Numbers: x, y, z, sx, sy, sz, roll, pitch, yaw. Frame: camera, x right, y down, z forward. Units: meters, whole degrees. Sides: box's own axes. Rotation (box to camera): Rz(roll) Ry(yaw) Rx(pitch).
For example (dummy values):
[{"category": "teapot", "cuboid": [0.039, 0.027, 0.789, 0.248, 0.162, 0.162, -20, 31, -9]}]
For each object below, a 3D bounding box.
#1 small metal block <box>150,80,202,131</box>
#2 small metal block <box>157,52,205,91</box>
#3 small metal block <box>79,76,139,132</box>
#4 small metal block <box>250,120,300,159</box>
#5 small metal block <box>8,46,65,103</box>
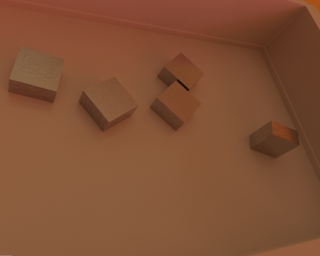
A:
[{"category": "small metal block", "cuboid": [0.023, -0.032, 0.439, 0.050, 0.025, 0.050, 43, 51, 1]}, {"category": "small metal block", "cuboid": [0.033, -0.081, 0.474, 0.050, 0.025, 0.050, 43, 51, 1]}, {"category": "small metal block", "cuboid": [-0.065, -0.031, 0.391, 0.050, 0.025, 0.050, -34, 81, -38]}, {"category": "small metal block", "cuboid": [0.175, 0.019, 0.475, 0.050, 0.050, 0.025, 20, 54, -17]}, {"category": "small metal block", "cuboid": [-0.145, -0.063, 0.366, 0.050, 0.025, 0.050, 14, 56, -21]}]
